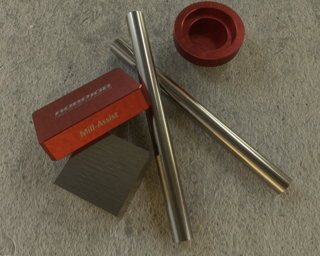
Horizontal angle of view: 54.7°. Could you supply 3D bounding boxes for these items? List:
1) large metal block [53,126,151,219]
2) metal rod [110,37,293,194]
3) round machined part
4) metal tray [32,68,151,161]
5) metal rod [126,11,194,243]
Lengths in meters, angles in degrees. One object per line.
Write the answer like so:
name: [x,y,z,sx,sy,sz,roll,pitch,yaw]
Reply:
large metal block: [-0.065,0.054,0.375,0.080,0.050,0.080,25,72,8]
metal rod: [0.046,-0.024,0.417,0.300,0.025,0.025,42,75,13]
round machined part: [0.068,-0.130,0.448,0.099,0.042,0.098,0,70,-1]
metal tray: [-0.088,-0.023,0.386,0.131,0.030,0.090,-31,35,-11]
metal rod: [-0.004,-0.012,0.394,0.025,0.025,0.299,-11,77,-4]
